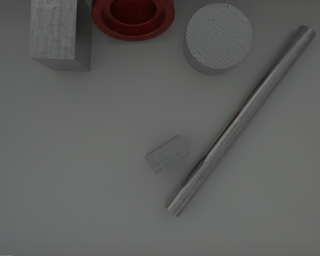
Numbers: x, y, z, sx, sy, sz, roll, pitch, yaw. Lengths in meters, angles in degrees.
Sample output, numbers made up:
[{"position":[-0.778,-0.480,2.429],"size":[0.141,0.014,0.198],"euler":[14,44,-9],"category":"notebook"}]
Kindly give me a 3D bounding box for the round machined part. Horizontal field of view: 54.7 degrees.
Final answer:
[{"position":[-0.033,-0.152,0.378],"size":[0.099,0.098,0.042],"euler":[-4,71,-1],"category":"round machined part"}]

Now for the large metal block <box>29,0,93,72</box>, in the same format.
[{"position":[-0.118,-0.117,0.382],"size":[0.050,0.080,0.079],"euler":[3,90,0],"category":"large metal block"}]

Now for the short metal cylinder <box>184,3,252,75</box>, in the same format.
[{"position":[0.072,-0.112,0.400],"size":[0.081,0.050,0.079],"euler":[0,90,-1],"category":"short metal cylinder"}]

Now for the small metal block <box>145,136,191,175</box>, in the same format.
[{"position":[0.010,0.033,0.399],"size":[0.050,0.050,0.025],"euler":[-33,90,0],"category":"small metal block"}]

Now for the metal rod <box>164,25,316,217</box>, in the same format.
[{"position":[0.106,-0.009,0.412],"size":[0.025,0.025,0.299],"euler":[37,90,-1],"category":"metal rod"}]
